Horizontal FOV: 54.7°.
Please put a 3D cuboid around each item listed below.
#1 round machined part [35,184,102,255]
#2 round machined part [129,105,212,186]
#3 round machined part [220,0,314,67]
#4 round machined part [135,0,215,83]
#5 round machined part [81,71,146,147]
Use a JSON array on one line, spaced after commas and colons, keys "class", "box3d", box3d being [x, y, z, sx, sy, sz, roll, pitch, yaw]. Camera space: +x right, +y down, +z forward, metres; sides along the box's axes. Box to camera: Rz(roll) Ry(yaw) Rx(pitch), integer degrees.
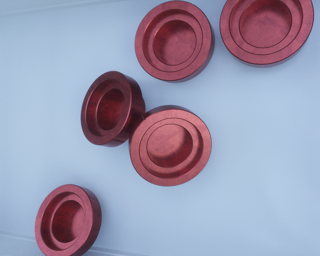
[{"class": "round machined part", "box3d": [-0.122, 0.131, 0.433, 0.098, 0.042, 0.098, -10, 65, 23]}, {"class": "round machined part", "box3d": [0.010, 0.019, 0.382, 0.099, 0.042, 0.097, -3, 107, -10]}, {"class": "round machined part", "box3d": [0.122, -0.118, 0.358, 0.098, 0.042, 0.097, 0, 90, 20]}, {"class": "round machined part", "box3d": [0.021, -0.106, 0.394, 0.098, 0.042, 0.097, 0, 90, 20]}, {"class": "round machined part", "box3d": [-0.058, -0.022, 0.409, 0.098, 0.042, 0.098, -12, 71, 38]}]
